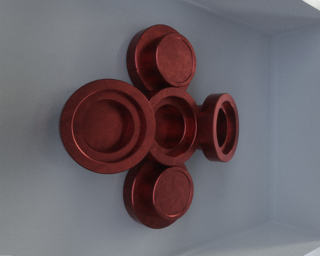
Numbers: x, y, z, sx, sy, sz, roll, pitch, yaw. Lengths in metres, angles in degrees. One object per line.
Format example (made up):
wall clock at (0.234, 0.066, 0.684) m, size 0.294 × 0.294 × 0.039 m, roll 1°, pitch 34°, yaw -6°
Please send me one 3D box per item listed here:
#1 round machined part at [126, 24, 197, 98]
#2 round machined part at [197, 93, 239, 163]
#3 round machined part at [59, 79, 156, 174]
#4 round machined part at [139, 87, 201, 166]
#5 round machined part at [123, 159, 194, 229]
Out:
round machined part at (0.009, -0.085, 0.400) m, size 0.099 × 0.042 × 0.097 m, roll 0°, pitch 90°, yaw -40°
round machined part at (0.077, 0.000, 0.447) m, size 0.099 × 0.042 × 0.097 m, roll -1°, pitch 91°, yaw -56°
round machined part at (-0.058, -0.002, 0.334) m, size 0.099 × 0.042 × 0.097 m, roll 0°, pitch 90°, yaw -23°
round machined part at (0.005, -0.002, 0.396) m, size 0.099 × 0.042 × 0.097 m, roll 0°, pitch 90°, yaw -40°
round machined part at (0.005, 0.080, 0.398) m, size 0.099 × 0.042 × 0.097 m, roll 0°, pitch 90°, yaw -40°
